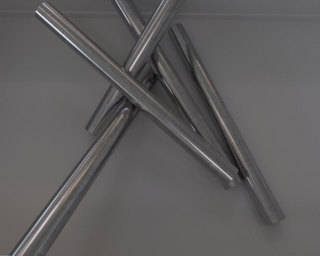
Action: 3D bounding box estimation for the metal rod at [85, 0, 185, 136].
[{"bbox_3d":[-0.008,-0.118,0.382,0.025,0.025,0.299,35,101,12],"label":"metal rod"}]

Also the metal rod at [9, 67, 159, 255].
[{"bbox_3d":[-0.062,0.020,0.340,0.025,0.025,0.301,22,48,8],"label":"metal rod"}]

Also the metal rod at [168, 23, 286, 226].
[{"bbox_3d":[0.080,-0.018,0.416,0.025,0.025,0.299,-21,71,-8],"label":"metal rod"}]

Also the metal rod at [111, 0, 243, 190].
[{"bbox_3d":[0.017,-0.056,0.408,0.025,0.025,0.299,-29,81,-10],"label":"metal rod"}]

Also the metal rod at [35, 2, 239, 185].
[{"bbox_3d":[-0.029,-0.042,0.368,0.300,0.025,0.025,42,75,2],"label":"metal rod"}]
